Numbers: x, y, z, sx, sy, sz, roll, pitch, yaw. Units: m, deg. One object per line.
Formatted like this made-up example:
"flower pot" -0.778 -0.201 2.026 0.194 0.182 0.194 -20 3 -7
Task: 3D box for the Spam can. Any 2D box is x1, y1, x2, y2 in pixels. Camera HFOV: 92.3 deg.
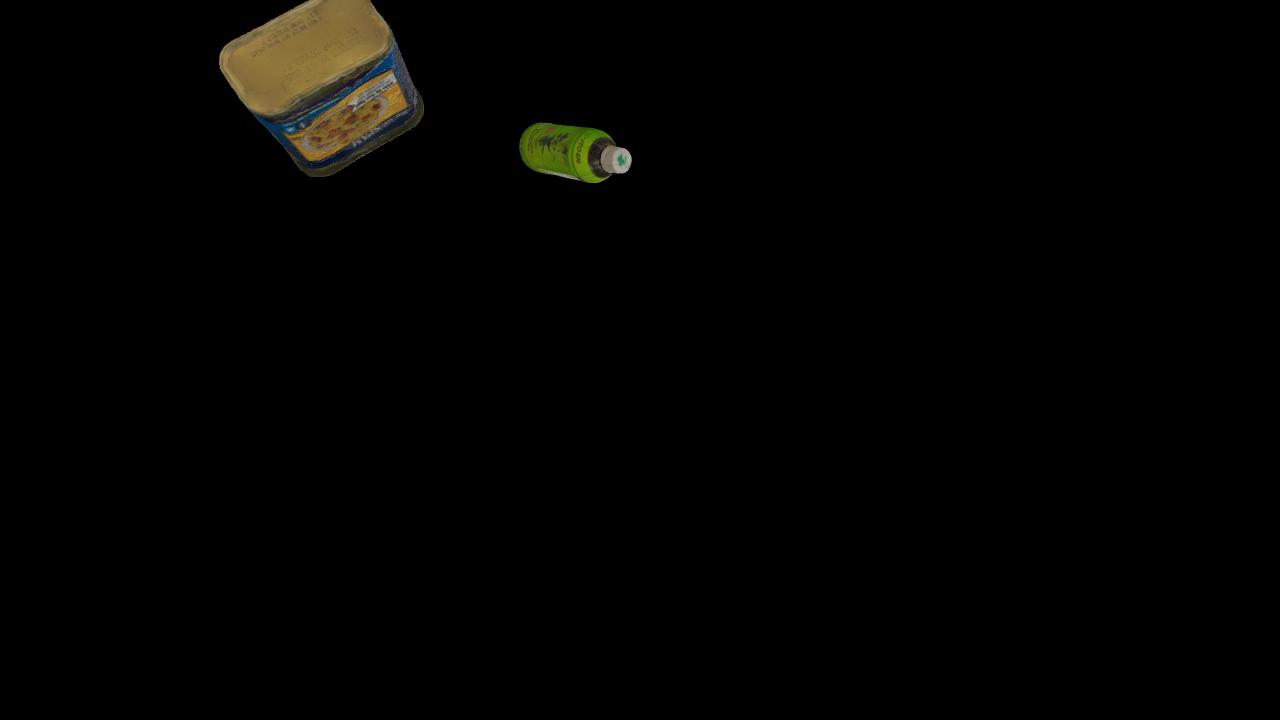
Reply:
"Spam can" -0.202 -0.178 0.403 0.101 0.058 0.085 -36 0 -10

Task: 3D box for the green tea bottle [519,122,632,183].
"green tea bottle" -0.085 -0.278 0.830 0.073 0.073 0.212 0 20 -42
